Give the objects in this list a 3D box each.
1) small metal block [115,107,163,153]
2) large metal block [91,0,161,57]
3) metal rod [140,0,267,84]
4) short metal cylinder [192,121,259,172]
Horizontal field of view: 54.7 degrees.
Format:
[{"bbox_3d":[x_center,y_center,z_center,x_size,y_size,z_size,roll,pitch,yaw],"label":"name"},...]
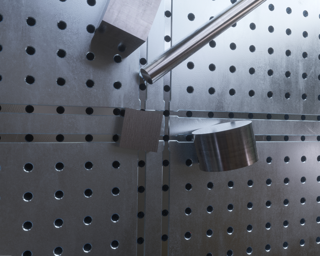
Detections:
[{"bbox_3d":[-0.027,0.003,0.403,0.050,0.025,0.050,10,87,-20],"label":"small metal block"},{"bbox_3d":[-0.038,-0.140,0.370,0.050,0.080,0.080,22,83,-19],"label":"large metal block"},{"bbox_3d":[0.096,-0.157,0.449,0.301,0.025,0.025,-38,103,-16],"label":"metal rod"},{"bbox_3d":[0.088,0.023,0.417,0.081,0.080,0.050,-14,95,-20],"label":"short metal cylinder"}]
